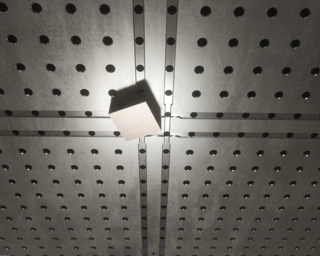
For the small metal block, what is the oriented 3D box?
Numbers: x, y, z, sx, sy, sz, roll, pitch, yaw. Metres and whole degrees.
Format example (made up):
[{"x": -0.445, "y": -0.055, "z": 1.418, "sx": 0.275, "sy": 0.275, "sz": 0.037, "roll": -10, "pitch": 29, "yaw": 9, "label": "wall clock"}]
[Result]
[{"x": -0.031, "y": -0.015, "z": 0.399, "sx": 0.050, "sy": 0.025, "sz": 0.050, "roll": -18, "pitch": 128, "yaw": 14, "label": "small metal block"}]
